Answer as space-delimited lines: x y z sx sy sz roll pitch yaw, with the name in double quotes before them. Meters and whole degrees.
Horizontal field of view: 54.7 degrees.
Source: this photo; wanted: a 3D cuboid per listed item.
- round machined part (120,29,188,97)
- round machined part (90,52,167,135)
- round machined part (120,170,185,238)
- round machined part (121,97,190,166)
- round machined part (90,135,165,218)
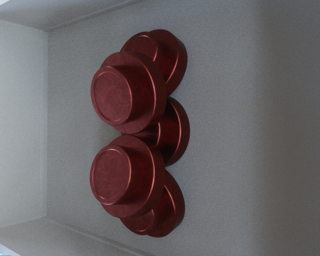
"round machined part" -0.017 -0.082 0.394 0.098 0.042 0.098 -15 65 35
"round machined part" -0.044 -0.039 0.363 0.098 0.042 0.097 12 110 37
"round machined part" -0.020 0.095 0.393 0.098 0.042 0.097 15 114 36
"round machined part" -0.013 0.004 0.405 0.098 0.042 0.097 -1 88 40
"round machined part" -0.045 0.055 0.364 0.098 0.042 0.098 -11 72 37
